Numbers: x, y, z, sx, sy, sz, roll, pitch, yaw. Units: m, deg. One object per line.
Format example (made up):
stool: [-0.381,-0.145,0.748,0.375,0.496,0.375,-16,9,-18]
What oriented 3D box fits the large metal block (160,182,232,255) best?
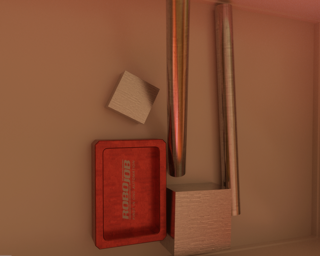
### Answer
large metal block: [0.047,0.119,0.416,0.081,0.050,0.079,1,90,-21]

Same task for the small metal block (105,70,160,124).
small metal block: [-0.036,-0.038,0.398,0.050,0.025,0.050,27,81,-19]

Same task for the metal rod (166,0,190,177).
metal rod: [0.020,-0.071,0.351,0.025,0.025,0.298,-13,121,-20]

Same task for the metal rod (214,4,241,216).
metal rod: [0.098,-0.025,0.448,0.025,0.025,0.298,-3,91,-20]

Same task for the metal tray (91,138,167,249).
metal tray: [-0.039,0.079,0.394,0.091,0.030,0.129,0,90,-21]
